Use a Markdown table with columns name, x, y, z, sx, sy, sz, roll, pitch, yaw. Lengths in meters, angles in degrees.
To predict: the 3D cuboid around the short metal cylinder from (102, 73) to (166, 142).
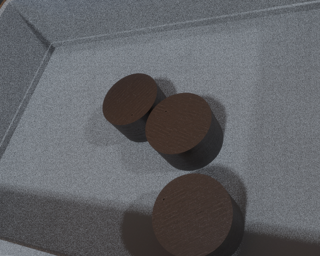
| name | x | y | z | sx | sy | sz | roll | pitch | yaw |
| --- | --- | --- | --- | --- | --- | --- | --- | --- | --- |
| short metal cylinder | -0.030 | -0.027 | 0.420 | 0.080 | 0.050 | 0.080 | -13 | 56 | 20 |

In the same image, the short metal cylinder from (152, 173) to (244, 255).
| name | x | y | z | sx | sy | sz | roll | pitch | yaw |
| --- | --- | --- | --- | --- | --- | --- | --- | --- | --- |
| short metal cylinder | 0.039 | 0.092 | 0.312 | 0.080 | 0.050 | 0.080 | -13 | 56 | 20 |

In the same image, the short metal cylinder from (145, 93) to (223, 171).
| name | x | y | z | sx | sy | sz | roll | pitch | yaw |
| --- | --- | --- | --- | --- | --- | --- | --- | --- | --- |
| short metal cylinder | 0.030 | 0.005 | 0.370 | 0.080 | 0.050 | 0.080 | -13 | 56 | 20 |
